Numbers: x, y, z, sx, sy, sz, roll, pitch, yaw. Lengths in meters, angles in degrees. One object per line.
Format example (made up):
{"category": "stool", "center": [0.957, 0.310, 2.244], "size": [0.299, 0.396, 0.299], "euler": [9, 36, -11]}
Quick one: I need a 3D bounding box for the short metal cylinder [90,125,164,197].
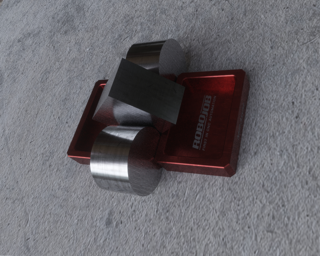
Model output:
{"category": "short metal cylinder", "center": [-0.036, 0.037, 0.366], "size": [0.050, 0.080, 0.080], "euler": [2, 63, 29]}

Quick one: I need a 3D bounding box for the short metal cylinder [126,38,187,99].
{"category": "short metal cylinder", "center": [-0.004, -0.078, 0.420], "size": [0.050, 0.080, 0.080], "euler": [2, 63, 29]}

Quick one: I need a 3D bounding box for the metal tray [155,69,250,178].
{"category": "metal tray", "center": [0.054, -0.009, 0.380], "size": [0.090, 0.030, 0.130], "euler": [2, 62, 29]}

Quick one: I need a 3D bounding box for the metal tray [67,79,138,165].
{"category": "metal tray", "center": [-0.070, -0.010, 0.445], "size": [0.090, 0.030, 0.130], "euler": [2, 62, 29]}

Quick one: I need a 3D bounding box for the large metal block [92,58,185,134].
{"category": "large metal block", "center": [-0.028, -0.030, 0.377], "size": [0.080, 0.080, 0.050], "euler": [-35, 36, 61]}
